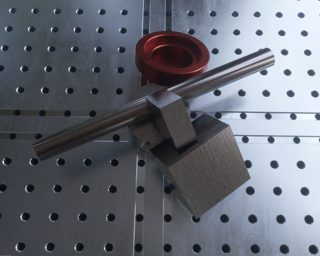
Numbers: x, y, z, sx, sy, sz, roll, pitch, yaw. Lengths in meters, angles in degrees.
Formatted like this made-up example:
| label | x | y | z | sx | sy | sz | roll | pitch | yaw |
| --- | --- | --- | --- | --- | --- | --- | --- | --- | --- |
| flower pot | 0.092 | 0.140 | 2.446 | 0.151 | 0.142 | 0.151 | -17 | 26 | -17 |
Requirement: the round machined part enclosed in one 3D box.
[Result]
| label | x | y | z | sx | sy | sz | roll | pitch | yaw |
| --- | --- | --- | --- | --- | --- | --- | --- | --- | --- |
| round machined part | 0.015 | -0.088 | 0.423 | 0.099 | 0.042 | 0.098 | 4 | 47 | -4 |

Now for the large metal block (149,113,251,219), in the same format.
| label | x | y | z | sx | sy | sz | roll | pitch | yaw |
| --- | --- | --- | --- | --- | --- | --- | --- | --- | --- |
| large metal block | 0.047 | 0.042 | 0.359 | 0.080 | 0.050 | 0.080 | -34 | 118 | -11 |

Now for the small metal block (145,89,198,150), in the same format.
| label | x | y | z | sx | sy | sz | roll | pitch | yaw |
| --- | --- | --- | --- | --- | --- | --- | --- | --- | --- |
| small metal block | 0.012 | -0.011 | 0.338 | 0.025 | 0.050 | 0.050 | -28 | 115 | -10 |

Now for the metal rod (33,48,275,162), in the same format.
| label | x | y | z | sx | sy | sz | roll | pitch | yaw |
| --- | --- | --- | --- | --- | --- | --- | --- | --- | --- |
| metal rod | 0.001 | -0.032 | 0.370 | 0.302 | 0.025 | 0.025 | -23 | 72 | -9 |

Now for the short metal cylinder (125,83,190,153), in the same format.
| label | x | y | z | sx | sy | sz | roll | pitch | yaw |
| --- | --- | --- | --- | --- | --- | --- | --- | --- | --- |
| short metal cylinder | -0.003 | -0.011 | 0.402 | 0.081 | 0.050 | 0.080 | 0 | 70 | 0 |
